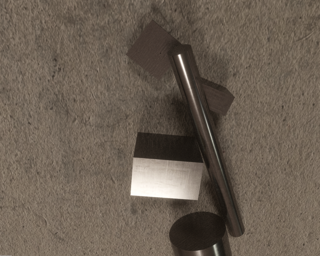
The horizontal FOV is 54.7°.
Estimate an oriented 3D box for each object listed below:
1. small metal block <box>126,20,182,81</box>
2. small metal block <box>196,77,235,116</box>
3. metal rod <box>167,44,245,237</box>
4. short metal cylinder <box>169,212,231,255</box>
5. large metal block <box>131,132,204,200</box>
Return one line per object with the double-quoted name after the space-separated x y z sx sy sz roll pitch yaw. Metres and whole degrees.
-0.005 -0.094 0.375 0.050 0.025 0.050 37 106 -13 "small metal block"
0.059 -0.042 0.382 0.050 0.050 0.025 21 109 -8 "small metal block"
0.068 0.038 0.389 0.025 0.025 0.299 -19 123 6 "metal rod"
0.058 0.165 0.442 0.080 0.080 0.050 -13 110 4 "short metal cylinder"
0.007 0.046 0.398 0.081 0.080 0.050 5 110 -2 "large metal block"
